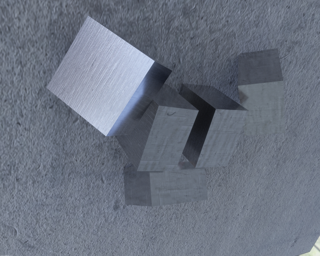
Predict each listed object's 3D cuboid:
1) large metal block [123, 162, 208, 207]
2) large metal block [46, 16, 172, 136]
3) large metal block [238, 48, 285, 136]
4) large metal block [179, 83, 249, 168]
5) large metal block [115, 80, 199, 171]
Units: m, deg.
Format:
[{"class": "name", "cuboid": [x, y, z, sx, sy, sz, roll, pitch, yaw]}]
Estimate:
[{"class": "large metal block", "cuboid": [0.005, 0.074, 0.415, 0.081, 0.080, 0.050, 1, 79, -29]}, {"class": "large metal block", "cuboid": [-0.049, -0.048, 0.306, 0.080, 0.080, 0.050, -56, 164, 11]}, {"class": "large metal block", "cuboid": [0.134, -0.048, 0.411, 0.050, 0.080, 0.080, -5, 129, 18]}, {"class": "large metal block", "cuboid": [0.058, -0.005, 0.403, 0.050, 0.080, 0.079, 1, 118, -29]}, {"class": "large metal block", "cuboid": [-0.009, -0.005, 0.367, 0.050, 0.080, 0.079, 5, 116, -31]}]
